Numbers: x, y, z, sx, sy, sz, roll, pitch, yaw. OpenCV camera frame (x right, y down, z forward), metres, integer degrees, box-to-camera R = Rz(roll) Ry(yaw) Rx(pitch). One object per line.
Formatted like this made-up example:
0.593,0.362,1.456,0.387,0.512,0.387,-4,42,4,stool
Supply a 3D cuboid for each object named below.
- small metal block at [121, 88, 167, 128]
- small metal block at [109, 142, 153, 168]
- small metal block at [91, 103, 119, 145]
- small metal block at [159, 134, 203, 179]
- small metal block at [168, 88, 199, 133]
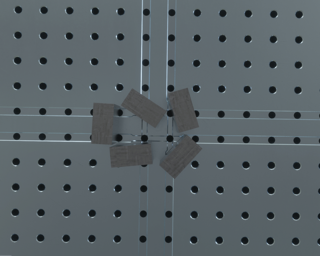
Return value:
-0.020,-0.025,0.401,0.050,0.050,0.025,34,91,-1,small metal block
-0.035,0.034,0.400,0.050,0.050,0.025,-5,90,0,small metal block
-0.069,-0.005,0.400,0.025,0.050,0.050,4,91,0,small metal block
0.026,0.035,0.400,0.025,0.050,0.050,42,90,1,small metal block
0.029,-0.021,0.400,0.025,0.050,0.050,-16,89,0,small metal block
